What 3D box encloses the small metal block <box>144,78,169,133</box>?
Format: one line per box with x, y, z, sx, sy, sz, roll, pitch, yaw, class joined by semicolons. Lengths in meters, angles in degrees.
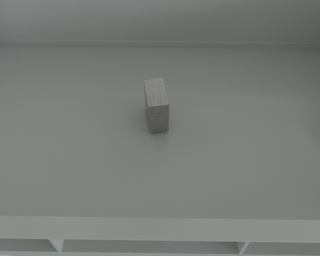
-0.005;-0.030;0.409;0.025;0.050;0.050;-7;50;-5;small metal block
